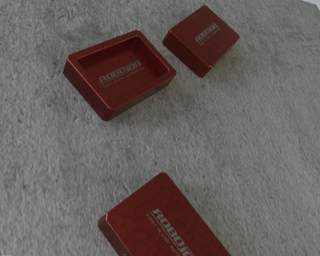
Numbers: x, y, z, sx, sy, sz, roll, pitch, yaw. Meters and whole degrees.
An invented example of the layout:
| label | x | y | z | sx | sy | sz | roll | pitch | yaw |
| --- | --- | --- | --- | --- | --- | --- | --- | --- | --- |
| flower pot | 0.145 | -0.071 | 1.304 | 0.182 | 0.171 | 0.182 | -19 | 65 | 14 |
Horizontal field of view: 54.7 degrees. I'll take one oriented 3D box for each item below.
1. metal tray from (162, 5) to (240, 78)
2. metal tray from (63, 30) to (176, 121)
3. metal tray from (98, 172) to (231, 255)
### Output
| label | x | y | z | sx | sy | sz | roll | pitch | yaw |
| --- | --- | --- | --- | --- | --- | --- | --- | --- | --- |
| metal tray | 0.075 | -0.153 | 0.537 | 0.090 | 0.030 | 0.131 | 42 | 51 | 1 |
| metal tray | -0.050 | -0.076 | 0.420 | 0.090 | 0.030 | 0.131 | 49 | 51 | 6 |
| metal tray | 0.009 | 0.124 | 0.331 | 0.091 | 0.030 | 0.130 | -32 | 80 | -38 |
